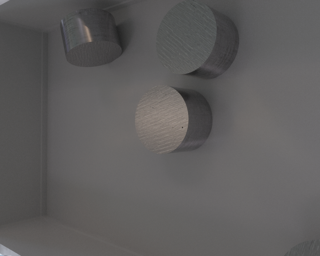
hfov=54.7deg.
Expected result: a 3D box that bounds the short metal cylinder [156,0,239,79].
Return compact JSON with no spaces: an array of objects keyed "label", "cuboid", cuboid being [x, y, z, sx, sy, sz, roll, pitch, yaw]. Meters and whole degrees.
[{"label":"short metal cylinder","cuboid":[0.042,-0.098,0.356,0.080,0.050,0.080,0,90,40]}]

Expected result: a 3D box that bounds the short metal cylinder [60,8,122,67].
[{"label":"short metal cylinder","cuboid":[-0.101,-0.130,0.455,0.080,0.081,0.050,-22,76,38]}]

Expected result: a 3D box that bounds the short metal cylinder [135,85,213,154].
[{"label":"short metal cylinder","cuboid":[0.016,-0.010,0.377,0.080,0.050,0.080,0,90,40]}]

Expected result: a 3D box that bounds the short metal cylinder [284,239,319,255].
[{"label":"short metal cylinder","cuboid":[0.144,0.136,0.256,0.080,0.050,0.080,-17,61,33]}]

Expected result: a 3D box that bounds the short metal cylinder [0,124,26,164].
[{"label":"short metal cylinder","cuboid":[-0.333,0.031,0.650,0.050,0.081,0.079,9,96,40]}]
